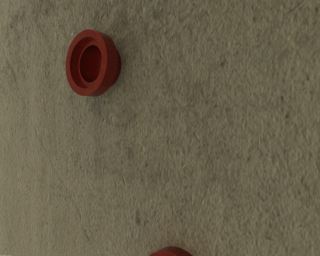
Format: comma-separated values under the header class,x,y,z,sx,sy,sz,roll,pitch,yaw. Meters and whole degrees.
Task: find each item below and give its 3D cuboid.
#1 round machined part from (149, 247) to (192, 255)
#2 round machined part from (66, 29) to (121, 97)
class,x,y,z,sx,sy,sz,roll,pitch,yaw
round machined part,0.011,0.203,0.383,0.098,0.042,0.097,0,90,39
round machined part,-0.097,-0.096,0.472,0.098,0.042,0.097,0,90,39
